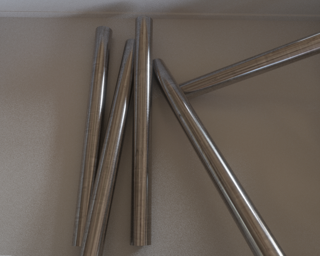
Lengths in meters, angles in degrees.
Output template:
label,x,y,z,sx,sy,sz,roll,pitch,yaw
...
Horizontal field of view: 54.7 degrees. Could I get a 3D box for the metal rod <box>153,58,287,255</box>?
label,x,y,z,sx,sy,sz,roll,pitch,yaw
metal rod,0.050,0.019,0.356,0.025,0.025,0.299,-22,54,-8

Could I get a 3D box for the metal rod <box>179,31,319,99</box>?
label,x,y,z,sx,sy,sz,roll,pitch,yaw
metal rod,0.164,-0.093,0.377,0.300,0.025,0.025,-18,69,20

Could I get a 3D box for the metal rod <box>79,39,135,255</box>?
label,x,y,z,sx,sy,sz,roll,pitch,yaw
metal rod,-0.057,0.012,0.392,0.025,0.025,0.299,7,66,2

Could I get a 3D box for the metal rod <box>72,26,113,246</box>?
label,x,y,z,sx,sy,sz,roll,pitch,yaw
metal rod,-0.086,-0.004,0.410,0.025,0.025,0.299,1,70,0

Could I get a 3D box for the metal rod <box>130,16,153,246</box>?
label,x,y,z,sx,sy,sz,roll,pitch,yaw
metal rod,-0.023,-0.008,0.400,0.025,0.025,0.299,0,74,0
